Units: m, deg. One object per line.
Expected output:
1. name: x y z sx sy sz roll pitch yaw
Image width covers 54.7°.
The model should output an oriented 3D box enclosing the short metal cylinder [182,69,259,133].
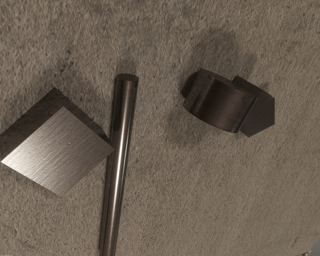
1. short metal cylinder: 0.076 -0.035 0.393 0.081 0.080 0.050 13 112 -34

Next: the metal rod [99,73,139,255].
1. metal rod: -0.060 0.073 0.420 0.025 0.025 0.298 -5 121 -27

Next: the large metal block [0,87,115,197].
1. large metal block: -0.112 0.016 0.340 0.080 0.050 0.080 -42 130 0

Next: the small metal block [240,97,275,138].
1. small metal block: 0.148 -0.021 0.478 0.050 0.025 0.050 -25 128 -13

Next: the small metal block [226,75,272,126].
1. small metal block: 0.117 -0.038 0.432 0.025 0.050 0.050 20 108 -41
